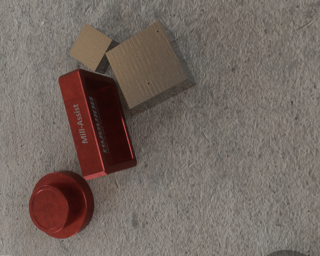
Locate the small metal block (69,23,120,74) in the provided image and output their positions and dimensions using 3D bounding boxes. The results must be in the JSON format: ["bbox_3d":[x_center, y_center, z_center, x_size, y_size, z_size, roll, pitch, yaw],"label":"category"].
[{"bbox_3d":[-0.093,-0.113,0.442,0.050,0.025,0.050,35,101,16],"label":"small metal block"}]

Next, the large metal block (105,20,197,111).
[{"bbox_3d":[-0.011,-0.076,0.399,0.080,0.050,0.080,-27,81,18],"label":"large metal block"}]

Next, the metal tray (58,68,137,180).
[{"bbox_3d":[-0.077,-0.005,0.401,0.030,0.090,0.129,-18,84,19],"label":"metal tray"}]

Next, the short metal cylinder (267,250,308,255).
[{"bbox_3d":[0.147,0.185,0.344,0.080,0.050,0.080,0,90,20],"label":"short metal cylinder"}]

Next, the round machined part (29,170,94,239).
[{"bbox_3d":[-0.150,0.114,0.453,0.098,0.042,0.097,0,90,20],"label":"round machined part"}]
